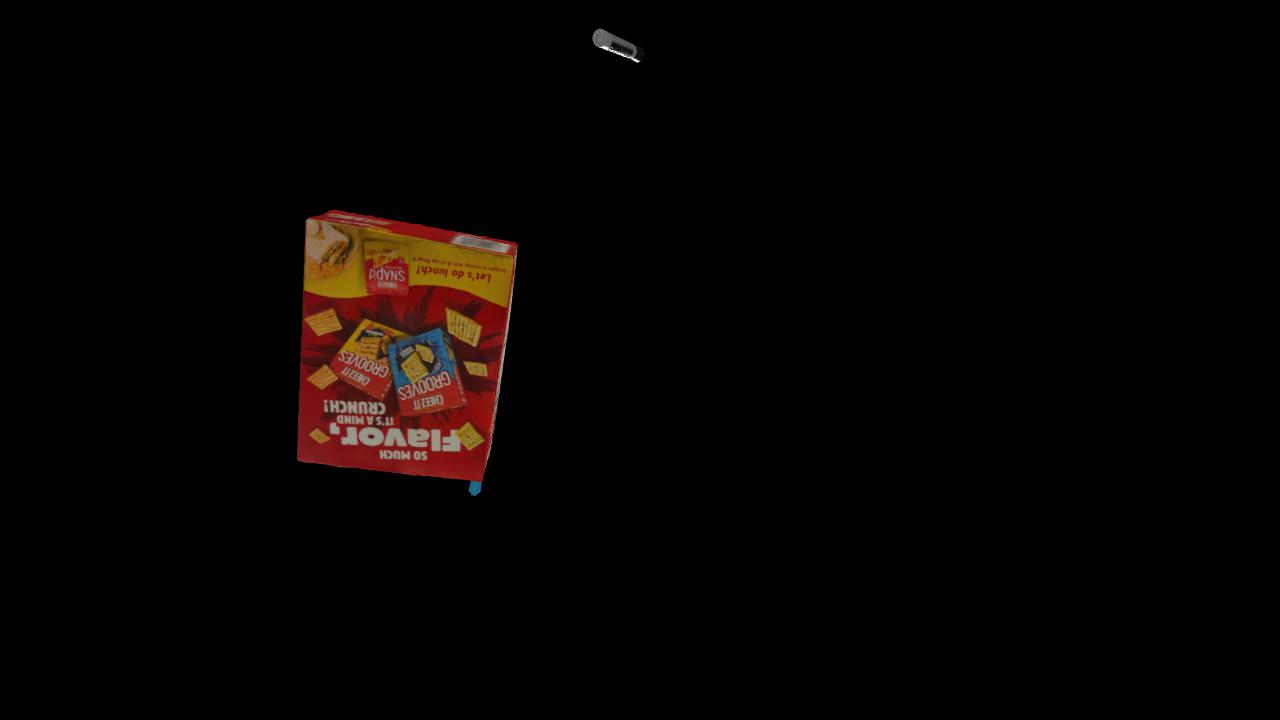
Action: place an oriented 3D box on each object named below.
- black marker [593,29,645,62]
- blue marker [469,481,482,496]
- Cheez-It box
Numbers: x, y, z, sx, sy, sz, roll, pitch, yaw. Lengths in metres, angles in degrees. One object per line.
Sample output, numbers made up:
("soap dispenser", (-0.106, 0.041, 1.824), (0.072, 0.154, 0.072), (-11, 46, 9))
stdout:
("black marker", (-0.023, -0.380, 0.747), (0.020, 0.020, 0.121), (0, 16, 23))
("blue marker", (-0.251, 0.155, 0.970), (0.020, 0.121, 0.020), (12, 6, -1))
("Cheez-It box", (-0.206, -0.008, 0.553), (0.166, 0.223, 0.071), (8, 19, -10))
